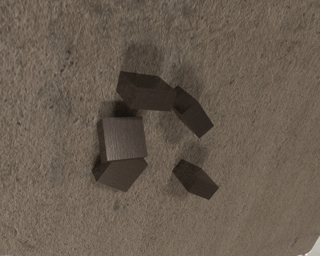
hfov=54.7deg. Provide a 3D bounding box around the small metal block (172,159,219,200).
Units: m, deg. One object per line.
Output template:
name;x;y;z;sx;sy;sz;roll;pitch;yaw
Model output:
small metal block;0.054;0.078;0.471;0.050;0.050;0.025;29;102;-38

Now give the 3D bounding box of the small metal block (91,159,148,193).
small metal block;-0.053;0.053;0.412;0.050;0.025;0.050;31;101;-38

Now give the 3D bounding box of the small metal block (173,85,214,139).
small metal block;0.037;-0.021;0.400;0.025;0.050;0.050;-41;130;-1

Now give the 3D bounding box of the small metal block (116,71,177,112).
small metal block;-0.017;-0.042;0.357;0.050;0.050;0.025;2;117;-30

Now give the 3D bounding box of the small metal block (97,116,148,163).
small metal block;-0.046;0.014;0.374;0.050;0.025;0.050;-4;79;-27
